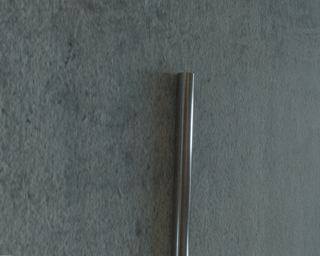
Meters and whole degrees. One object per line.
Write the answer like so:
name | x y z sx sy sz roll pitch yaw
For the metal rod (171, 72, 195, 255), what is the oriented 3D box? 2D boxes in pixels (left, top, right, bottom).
metal rod | 0.031 0.073 0.433 0.025 0.025 0.298 3 88 -40
